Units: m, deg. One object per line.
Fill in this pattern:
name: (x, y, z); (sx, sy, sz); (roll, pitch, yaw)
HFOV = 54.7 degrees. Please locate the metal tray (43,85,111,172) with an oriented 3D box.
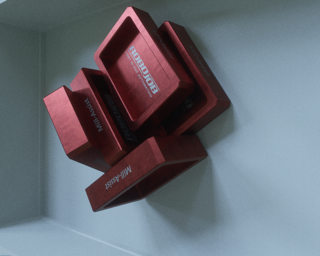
metal tray: (-0.093, 0.009, 0.412); (0.030, 0.130, 0.090); (-31, 67, 3)

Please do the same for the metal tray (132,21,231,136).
metal tray: (0.017, -0.055, 0.387); (0.090, 0.030, 0.130); (-42, 64, 33)

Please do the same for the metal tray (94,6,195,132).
metal tray: (-0.025, -0.071, 0.380); (0.090, 0.030, 0.130); (-44, 63, 31)

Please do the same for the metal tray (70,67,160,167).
metal tray: (-0.050, -0.016, 0.400); (0.030, 0.091, 0.130); (-44, 64, 31)

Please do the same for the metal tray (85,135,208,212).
metal tray: (-0.017, 0.055, 0.375); (0.130, 0.091, 0.030); (-39, 66, 32)
